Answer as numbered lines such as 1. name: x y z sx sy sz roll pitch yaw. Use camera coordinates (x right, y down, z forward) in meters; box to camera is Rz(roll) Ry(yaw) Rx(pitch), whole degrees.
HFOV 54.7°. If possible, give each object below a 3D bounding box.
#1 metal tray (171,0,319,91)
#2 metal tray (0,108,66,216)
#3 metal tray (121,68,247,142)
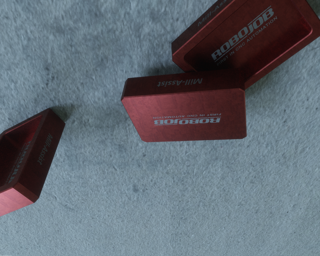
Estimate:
1. metal tray: 0.087 -0.094 0.325 0.090 0.030 0.130 37 121 -28
2. metal tray: -0.171 0.041 0.370 0.090 0.130 0.030 -23 127 18
3. metal tray: 0.032 -0.022 0.359 0.131 0.030 0.090 -3 144 15
